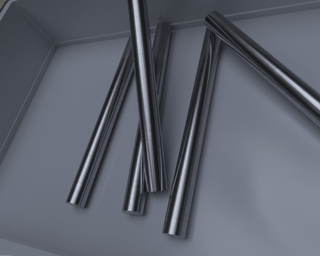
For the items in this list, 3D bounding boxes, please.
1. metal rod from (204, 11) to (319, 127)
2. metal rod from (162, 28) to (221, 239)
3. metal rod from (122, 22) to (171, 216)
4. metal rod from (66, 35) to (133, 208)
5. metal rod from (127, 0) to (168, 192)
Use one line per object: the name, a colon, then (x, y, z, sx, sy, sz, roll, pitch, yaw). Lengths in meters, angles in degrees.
metal rod: (0.143, -0.049, 0.344, 0.025, 0.025, 0.300, -37, 56, 3)
metal rod: (0.047, -0.017, 0.391, 0.025, 0.025, 0.300, 0, 61, 28)
metal rod: (-0.013, -0.031, 0.431, 0.025, 0.025, 0.300, -6, 59, 25)
metal rod: (-0.073, -0.031, 0.463, 0.025, 0.025, 0.300, 2, 62, 29)
metal rod: (-0.020, -0.073, 0.387, 0.025, 0.025, 0.298, -10, 81, 23)
